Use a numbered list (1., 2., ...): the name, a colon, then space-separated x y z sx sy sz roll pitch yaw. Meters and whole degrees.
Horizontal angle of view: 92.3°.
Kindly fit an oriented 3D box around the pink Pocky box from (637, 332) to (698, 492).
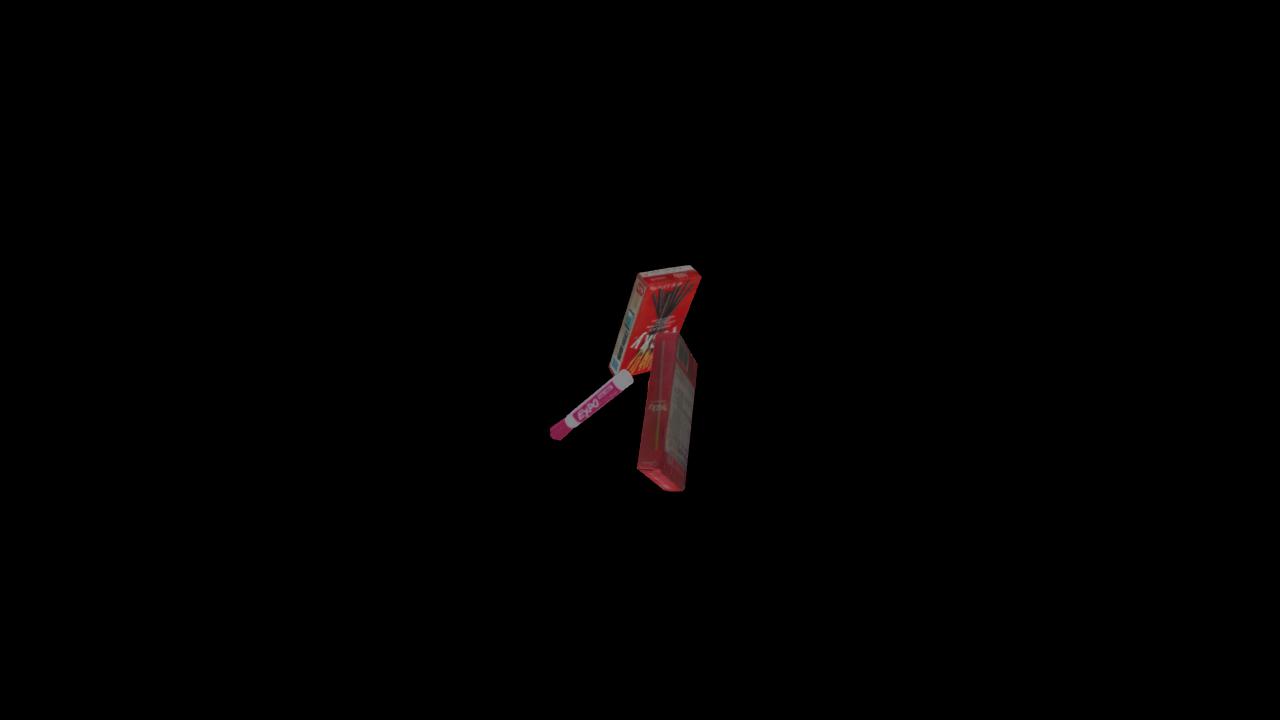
1. pink Pocky box: 0.032 0.056 0.663 0.029 0.155 0.084 -2 -26 21

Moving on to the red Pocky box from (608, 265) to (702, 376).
1. red Pocky box: 0.017 -0.044 0.760 0.083 0.155 0.028 -15 51 -33

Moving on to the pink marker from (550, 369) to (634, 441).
1. pink marker: -0.056 0.052 0.679 0.121 0.020 0.020 -39 -17 22
